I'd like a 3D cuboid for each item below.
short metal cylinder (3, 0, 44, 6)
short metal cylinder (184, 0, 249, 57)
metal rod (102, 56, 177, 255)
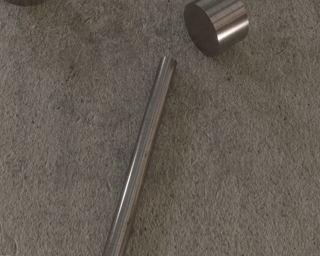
[{"bbox_3d":[-0.210,-0.230,0.461,0.081,0.080,0.050,-5,70,-2],"label":"short metal cylinder"},{"bbox_3d":[0.077,-0.147,0.433,0.050,0.080,0.080,-32,73,-11],"label":"short metal cylinder"},{"bbox_3d":[-0.025,0.041,0.392,0.025,0.025,0.299,14,70,5],"label":"metal rod"}]
